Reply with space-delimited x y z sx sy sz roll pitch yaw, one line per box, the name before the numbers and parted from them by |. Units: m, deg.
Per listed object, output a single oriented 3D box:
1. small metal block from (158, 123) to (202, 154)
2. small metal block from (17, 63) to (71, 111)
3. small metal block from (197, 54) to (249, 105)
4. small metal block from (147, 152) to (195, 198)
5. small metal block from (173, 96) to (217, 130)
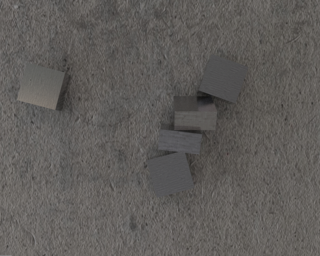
small metal block | 0.024 0.013 0.396 0.050 0.050 0.025 7 99 0
small metal block | -0.152 -0.053 0.409 0.050 0.025 0.050 15 90 0
small metal block | 0.082 -0.063 0.410 0.050 0.025 0.050 20 90 0
small metal block | 0.014 0.059 0.410 0.050 0.025 0.050 -15 90 0
small metal block | 0.043 -0.020 0.395 0.050 0.050 0.025 0 117 0
